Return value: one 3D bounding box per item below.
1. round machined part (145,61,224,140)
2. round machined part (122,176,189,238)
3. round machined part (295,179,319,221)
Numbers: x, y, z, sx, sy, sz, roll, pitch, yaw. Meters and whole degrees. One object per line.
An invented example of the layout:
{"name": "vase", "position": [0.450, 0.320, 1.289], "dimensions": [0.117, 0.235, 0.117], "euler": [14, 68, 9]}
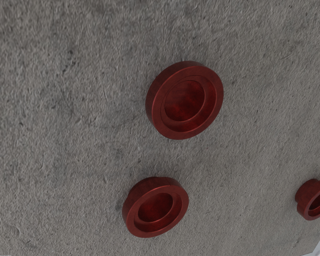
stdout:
{"name": "round machined part", "position": [0.027, -0.037, 0.387], "dimensions": [0.099, 0.042, 0.097], "euler": [-14, 124, -21]}
{"name": "round machined part", "position": [-0.010, 0.111, 0.459], "dimensions": [0.099, 0.042, 0.097], "euler": [-14, 124, -21]}
{"name": "round machined part", "position": [0.333, 0.149, 0.670], "dimensions": [0.099, 0.042, 0.097], "euler": [-14, 124, -21]}
